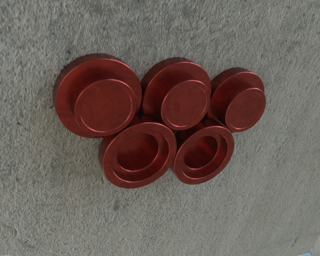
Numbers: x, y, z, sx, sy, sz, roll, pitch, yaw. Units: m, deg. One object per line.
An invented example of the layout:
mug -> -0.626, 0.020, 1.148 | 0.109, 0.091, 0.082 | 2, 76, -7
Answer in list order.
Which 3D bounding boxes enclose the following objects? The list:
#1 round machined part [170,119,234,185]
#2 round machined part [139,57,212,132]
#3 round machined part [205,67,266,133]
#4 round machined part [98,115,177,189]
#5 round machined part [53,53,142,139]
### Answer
round machined part -> 0.054, 0.030, 0.448 | 0.099, 0.042, 0.097 | -14, 125, -21
round machined part -> 0.024, -0.036, 0.390 | 0.099, 0.042, 0.097 | -14, 125, -21
round machined part -> 0.110, -0.033, 0.439 | 0.099, 0.042, 0.097 | -14, 125, -21
round machined part -> -0.031, 0.026, 0.398 | 0.099, 0.042, 0.097 | -14, 125, -21
round machined part -> -0.065, -0.030, 0.345 | 0.099, 0.042, 0.097 | -14, 125, -21
